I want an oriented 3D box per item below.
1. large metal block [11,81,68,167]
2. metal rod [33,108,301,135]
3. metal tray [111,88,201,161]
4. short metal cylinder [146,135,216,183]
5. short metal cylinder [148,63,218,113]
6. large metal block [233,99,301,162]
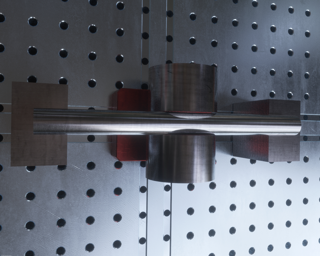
[{"bbox_3d":[-0.129,-0.004,0.335,0.050,0.080,0.080,1,90,-20],"label":"large metal block"},{"bbox_3d":[0.026,-0.005,0.336,0.302,0.025,0.025,1,90,-20],"label":"metal rod"},{"bbox_3d":[0.004,-0.003,0.411,0.131,0.030,0.089,1,90,-20],"label":"metal tray"},{"bbox_3d":[0.024,0.032,0.360,0.081,0.080,0.050,1,90,-20],"label":"short metal cylinder"},{"bbox_3d":[0.026,-0.043,0.361,0.081,0.080,0.050,1,90,-20],"label":"short metal cylinder"},{"bbox_3d":[0.147,0.003,0.436,0.050,0.080,0.080,1,90,-20],"label":"large metal block"}]
